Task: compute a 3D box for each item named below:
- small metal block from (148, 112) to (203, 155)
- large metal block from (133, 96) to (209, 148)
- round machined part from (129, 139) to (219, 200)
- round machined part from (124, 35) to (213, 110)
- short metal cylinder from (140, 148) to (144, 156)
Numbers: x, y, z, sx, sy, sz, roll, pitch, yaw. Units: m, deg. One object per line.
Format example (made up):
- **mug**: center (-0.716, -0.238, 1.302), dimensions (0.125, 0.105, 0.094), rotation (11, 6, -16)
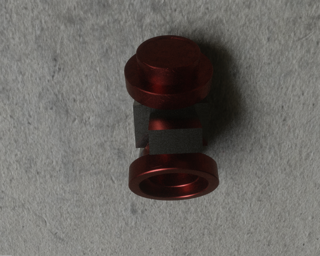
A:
- **small metal block**: center (0.015, 0.004, 0.313), dimensions (0.050, 0.050, 0.025), rotation (-2, 110, 1)
- **large metal block**: center (0.012, -0.016, 0.375), dimensions (0.081, 0.080, 0.050), rotation (-2, 110, 0)
- **round machined part**: center (0.015, 0.046, 0.349), dimensions (0.099, 0.042, 0.098), rotation (-1, 149, -1)
- **round machined part**: center (0.009, -0.068, 0.343), dimensions (0.099, 0.098, 0.042), rotation (-2, 135, 0)
- **short metal cylinder**: center (0.012, 0.039, 0.413), dimensions (0.081, 0.050, 0.079), rotation (0, 110, -1)
